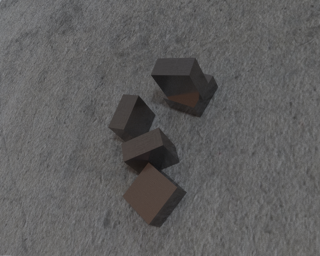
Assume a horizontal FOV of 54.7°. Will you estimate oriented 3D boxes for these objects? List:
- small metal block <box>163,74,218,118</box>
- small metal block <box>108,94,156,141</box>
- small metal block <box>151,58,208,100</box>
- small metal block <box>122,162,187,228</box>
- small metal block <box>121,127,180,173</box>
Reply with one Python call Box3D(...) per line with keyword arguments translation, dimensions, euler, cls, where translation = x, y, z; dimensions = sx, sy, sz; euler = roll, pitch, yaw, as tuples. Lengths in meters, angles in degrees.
Box3D(translation=(0.041, -0.047, 0.411), dimensions=(0.050, 0.025, 0.050), euler=(21, 73, 35), cls="small metal block")
Box3D(translation=(-0.036, -0.010, 0.411), dimensions=(0.025, 0.050, 0.050), euler=(8, 66, 31), cls="small metal block")
Box3D(translation=(0.025, -0.060, 0.378), dimensions=(0.050, 0.050, 0.025), euler=(6, 65, 30), cls="small metal block")
Box3D(translation=(-0.007, 0.076, 0.356), dimensions=(0.050, 0.025, 0.050), euler=(37, 88, 38), cls="small metal block")
Box3D(translation=(-0.011, 0.031, 0.374), dimensions=(0.050, 0.050, 0.025), euler=(-24, 53, 13), cls="small metal block")
